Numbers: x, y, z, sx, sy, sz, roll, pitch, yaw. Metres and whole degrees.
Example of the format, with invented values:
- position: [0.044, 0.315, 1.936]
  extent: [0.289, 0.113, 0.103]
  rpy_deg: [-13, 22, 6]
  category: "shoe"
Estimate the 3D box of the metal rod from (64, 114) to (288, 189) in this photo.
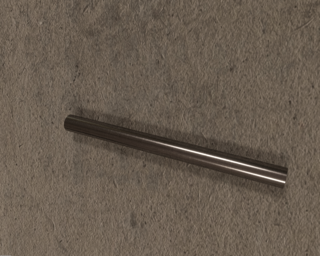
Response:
- position: [0.006, 0.025, 0.406]
  extent: [0.301, 0.025, 0.025]
  rpy_deg: [13, 95, 19]
  category: "metal rod"
